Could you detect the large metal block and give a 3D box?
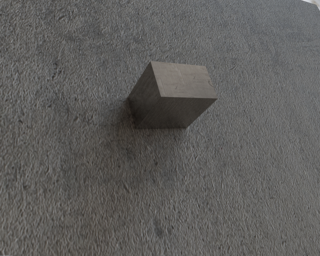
[{"bbox_3d":[0.013,-0.039,0.403,0.081,0.080,0.050,-1,63,-29],"label":"large metal block"}]
